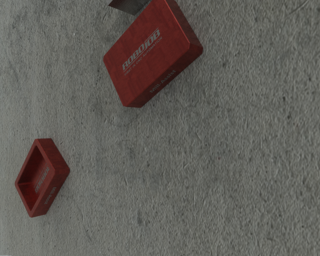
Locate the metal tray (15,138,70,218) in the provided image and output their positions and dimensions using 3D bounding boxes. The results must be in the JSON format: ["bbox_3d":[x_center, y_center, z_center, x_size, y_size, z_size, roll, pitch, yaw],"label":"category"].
[{"bbox_3d":[-0.227,0.094,0.588,0.090,0.030,0.129,49,119,28],"label":"metal tray"}]

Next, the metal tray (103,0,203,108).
[{"bbox_3d":[-0.015,-0.098,0.414,0.130,0.030,0.090,-38,67,33],"label":"metal tray"}]

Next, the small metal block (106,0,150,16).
[{"bbox_3d":[-0.040,-0.186,0.422,0.050,0.050,0.025,-32,70,35],"label":"small metal block"}]
